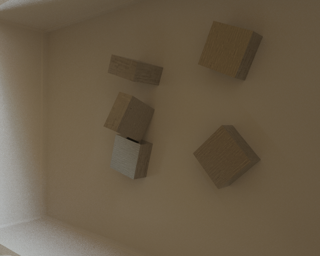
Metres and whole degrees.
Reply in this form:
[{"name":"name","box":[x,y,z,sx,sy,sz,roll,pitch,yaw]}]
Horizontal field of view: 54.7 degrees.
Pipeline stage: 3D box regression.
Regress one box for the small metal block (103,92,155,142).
[{"name":"small metal block","box":[-0.040,-0.014,0.415,0.025,0.050,0.050,20,84,38]}]

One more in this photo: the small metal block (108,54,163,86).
[{"name":"small metal block","box":[-0.033,-0.078,0.418,0.050,0.050,0.025,24,106,37]}]

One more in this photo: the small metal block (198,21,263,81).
[{"name":"small metal block","box":[0.077,-0.086,0.343,0.050,0.025,0.050,30,109,36]}]

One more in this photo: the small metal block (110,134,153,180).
[{"name":"small metal block","box":[-0.041,0.039,0.441,0.050,0.025,0.050,19,102,38]}]

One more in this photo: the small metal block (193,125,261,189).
[{"name":"small metal block","box":[0.073,0.032,0.346,0.050,0.025,0.050,-49,61,29]}]
